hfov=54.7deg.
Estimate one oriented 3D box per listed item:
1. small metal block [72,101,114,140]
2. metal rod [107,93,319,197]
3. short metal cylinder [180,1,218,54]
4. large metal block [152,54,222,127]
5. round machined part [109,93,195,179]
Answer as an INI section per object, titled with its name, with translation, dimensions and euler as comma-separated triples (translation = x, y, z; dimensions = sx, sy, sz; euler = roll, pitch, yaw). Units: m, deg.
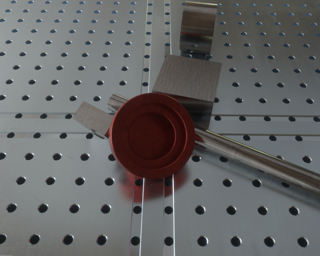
[small metal block]
translation = -0.073, -0.004, 0.390
dimensions = 0.050, 0.050, 0.025
euler = 27, 79, 20
[metal rod]
translation = 0.066, 0.018, 0.393
dimensions = 0.301, 0.025, 0.025
euler = 22, 54, 17
[short metal cylinder]
translation = 0.064, -0.165, 0.512
dimensions = 0.050, 0.080, 0.080
euler = 8, 51, 6
[large metal block]
translation = 0.039, -0.054, 0.438
dimensions = 0.080, 0.050, 0.080
euler = 12, 51, 9
[round machined part]
translation = -0.011, 0.010, 0.368
dimensions = 0.099, 0.042, 0.097
euler = 1, 85, -16
